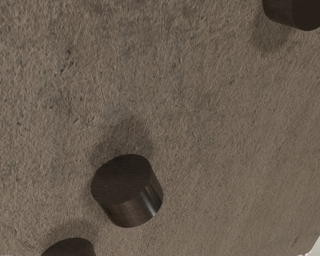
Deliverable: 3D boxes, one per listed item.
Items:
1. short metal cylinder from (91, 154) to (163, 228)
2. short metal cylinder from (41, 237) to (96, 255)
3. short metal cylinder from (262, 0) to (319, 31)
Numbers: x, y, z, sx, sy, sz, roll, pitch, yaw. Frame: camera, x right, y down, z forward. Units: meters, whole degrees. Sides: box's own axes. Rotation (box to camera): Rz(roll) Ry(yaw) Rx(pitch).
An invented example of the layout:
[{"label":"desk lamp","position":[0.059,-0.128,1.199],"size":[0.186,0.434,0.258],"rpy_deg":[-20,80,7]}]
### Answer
[{"label":"short metal cylinder","position":[-0.041,0.080,0.399],"size":[0.080,0.080,0.050],"rpy_deg":[-29,129,-10]},{"label":"short metal cylinder","position":[-0.130,0.208,0.449],"size":[0.081,0.050,0.079],"rpy_deg":[-14,125,-21]},{"label":"short metal cylinder","position":[0.177,-0.167,0.386],"size":[0.081,0.050,0.079],"rpy_deg":[-14,125,-21]}]
